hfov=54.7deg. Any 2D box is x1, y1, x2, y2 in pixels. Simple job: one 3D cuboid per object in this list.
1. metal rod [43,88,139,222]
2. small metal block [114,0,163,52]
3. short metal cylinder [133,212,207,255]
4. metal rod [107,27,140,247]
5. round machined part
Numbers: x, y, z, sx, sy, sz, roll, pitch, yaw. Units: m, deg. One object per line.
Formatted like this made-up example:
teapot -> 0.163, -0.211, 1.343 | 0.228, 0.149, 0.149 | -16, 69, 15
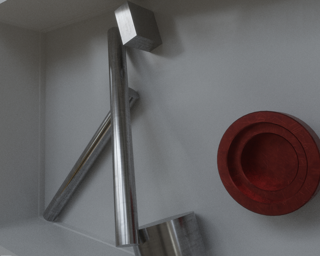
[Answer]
metal rod -> -0.121, 0.056, 0.503 | 0.025, 0.025, 0.298 | 52, 120, 27
small metal block -> -0.028, -0.133, 0.412 | 0.025, 0.050, 0.050 | -25, 75, 37
short metal cylinder -> 0.009, 0.134, 0.362 | 0.080, 0.081, 0.050 | -27, 74, 36
metal rod -> -0.049, -0.009, 0.391 | 0.025, 0.025, 0.299 | -29, 56, 36
round machined part -> 0.110, 0.033, 0.304 | 0.098, 0.042, 0.097 | 0, 90, 39
